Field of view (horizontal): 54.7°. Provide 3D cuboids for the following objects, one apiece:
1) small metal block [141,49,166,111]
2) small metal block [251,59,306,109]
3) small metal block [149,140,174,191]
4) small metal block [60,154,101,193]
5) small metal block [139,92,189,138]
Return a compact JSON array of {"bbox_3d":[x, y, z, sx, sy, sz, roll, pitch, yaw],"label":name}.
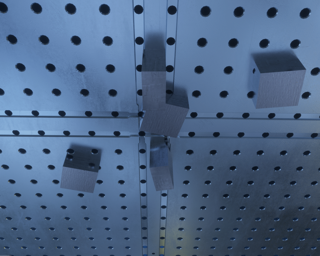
[{"bbox_3d":[-0.006,-0.055,0.349,0.025,0.050,0.050,0,130,0],"label":"small metal block"},{"bbox_3d":[0.139,-0.052,0.370,0.050,0.025,0.050,-4,130,3],"label":"small metal block"},{"bbox_3d":[0.003,0.053,0.441,0.025,0.050,0.050,-8,130,6],"label":"small metal block"},{"bbox_3d":[-0.121,0.070,0.470,0.050,0.025,0.050,12,129,-11],"label":"small metal block"},{"bbox_3d":[0.005,-0.018,0.396,0.050,0.025,0.050,12,129,-11],"label":"small metal block"}]
